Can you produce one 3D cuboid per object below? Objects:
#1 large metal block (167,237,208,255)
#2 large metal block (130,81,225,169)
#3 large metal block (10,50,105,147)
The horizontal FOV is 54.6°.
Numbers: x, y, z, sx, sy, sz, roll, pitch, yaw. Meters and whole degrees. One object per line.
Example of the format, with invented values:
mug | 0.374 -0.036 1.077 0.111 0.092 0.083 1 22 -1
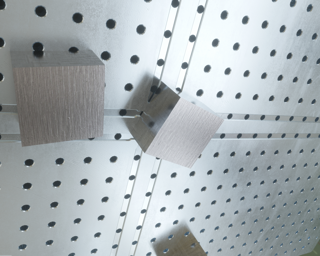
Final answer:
large metal block | 0.056 0.268 0.591 0.080 0.050 0.080 -32 129 -8
large metal block | 0.022 -0.002 0.405 0.080 0.050 0.080 23 106 -36
large metal block | -0.104 -0.033 0.318 0.081 0.050 0.079 -7 122 -25
